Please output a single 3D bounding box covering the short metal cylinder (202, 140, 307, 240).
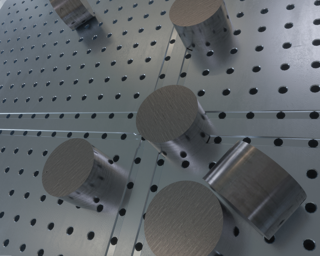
[{"bbox_3d":[0.087,0.057,0.292,0.050,0.080,0.080,-47,51,-4],"label":"short metal cylinder"}]

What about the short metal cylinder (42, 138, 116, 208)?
[{"bbox_3d":[-0.107,0.060,0.412,0.080,0.050,0.080,-13,56,21],"label":"short metal cylinder"}]

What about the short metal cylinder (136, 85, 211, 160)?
[{"bbox_3d":[0.017,-0.007,0.387,0.080,0.050,0.080,-13,56,21],"label":"short metal cylinder"}]

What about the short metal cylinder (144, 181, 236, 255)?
[{"bbox_3d":[0.031,0.100,0.315,0.080,0.050,0.080,-13,56,21],"label":"short metal cylinder"}]

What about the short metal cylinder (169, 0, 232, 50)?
[{"bbox_3d":[0.061,-0.163,0.461,0.080,0.050,0.080,-13,56,21],"label":"short metal cylinder"}]

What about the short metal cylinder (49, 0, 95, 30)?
[{"bbox_3d":[-0.175,-0.244,0.614,0.050,0.080,0.080,-31,52,9],"label":"short metal cylinder"}]
